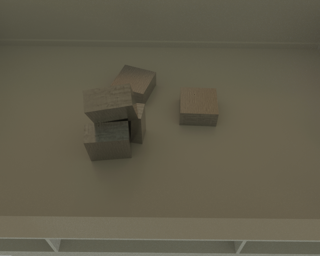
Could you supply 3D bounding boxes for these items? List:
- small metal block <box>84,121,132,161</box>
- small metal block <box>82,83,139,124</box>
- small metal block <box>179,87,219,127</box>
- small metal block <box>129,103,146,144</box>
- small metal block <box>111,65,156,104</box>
[{"bbox_3d":[-0.061,0.017,0.372,0.050,0.050,0.025,-4,60,-4],"label":"small metal block"},{"bbox_3d":[-0.053,-0.025,0.345,0.050,0.050,0.025,-9,74,1],"label":"small metal block"},{"bbox_3d":[0.053,-0.030,0.431,0.050,0.025,0.050,2,50,1],"label":"small metal block"},{"bbox_3d":[-0.046,-0.007,0.394,0.050,0.050,0.025,7,50,5],"label":"small metal block"},{"bbox_3d":[-0.038,-0.063,0.458,0.050,0.025,0.050,16,52,12],"label":"small metal block"}]
